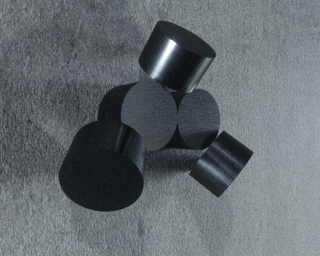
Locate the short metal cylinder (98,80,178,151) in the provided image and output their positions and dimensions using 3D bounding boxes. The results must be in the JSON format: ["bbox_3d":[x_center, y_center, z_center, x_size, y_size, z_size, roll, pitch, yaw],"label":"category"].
[{"bbox_3d":[-0.026,-0.014,0.368,0.081,0.050,0.080,0,90,-40],"label":"short metal cylinder"}]

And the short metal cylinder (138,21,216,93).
[{"bbox_3d":[0.021,-0.088,0.380,0.081,0.080,0.050,2,131,-40],"label":"short metal cylinder"}]

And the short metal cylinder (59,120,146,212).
[{"bbox_3d":[-0.055,0.039,0.316,0.080,0.080,0.050,54,19,-27],"label":"short metal cylinder"}]

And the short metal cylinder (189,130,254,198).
[{"bbox_3d":[0.085,0.050,0.434,0.050,0.080,0.080,38,58,12],"label":"short metal cylinder"}]

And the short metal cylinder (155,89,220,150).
[{"bbox_3d":[0.036,-0.011,0.420,0.081,0.050,0.080,0,90,-40],"label":"short metal cylinder"}]
